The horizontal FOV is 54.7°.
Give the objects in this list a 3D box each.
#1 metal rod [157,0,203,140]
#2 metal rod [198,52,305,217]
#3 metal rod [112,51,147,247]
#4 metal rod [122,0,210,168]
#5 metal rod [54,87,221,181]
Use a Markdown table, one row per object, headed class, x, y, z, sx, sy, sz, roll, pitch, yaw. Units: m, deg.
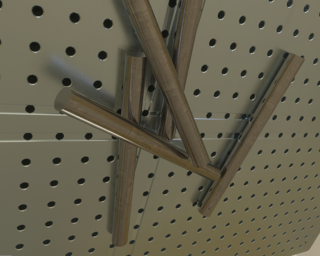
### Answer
| class | x | y | z | sx | sy | sz | roll | pitch | yaw |
| --- | --- | --- | --- | --- | --- | --- | --- | --- | --- |
| metal rod | 0.031 | -0.120 | 0.355 | 0.025 | 0.025 | 0.298 | -5 | 121 | -27 |
| metal rod | 0.141 | 0.021 | 0.503 | 0.025 | 0.025 | 0.298 | 14 | 111 | -34 |
| metal rod | -0.045 | 0.047 | 0.417 | 0.025 | 0.025 | 0.298 | -7 | 122 | -26 |
| metal rod | 0.002 | -0.071 | 0.346 | 0.025 | 0.025 | 0.299 | -31 | 122 | -9 |
| metal rod | -0.001 | 0.024 | 0.399 | 0.025 | 0.025 | 0.301 | -52 | 137 | 8 |
